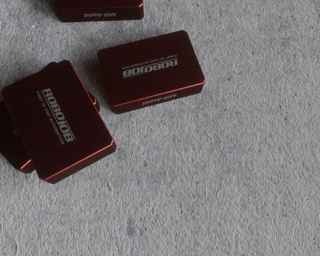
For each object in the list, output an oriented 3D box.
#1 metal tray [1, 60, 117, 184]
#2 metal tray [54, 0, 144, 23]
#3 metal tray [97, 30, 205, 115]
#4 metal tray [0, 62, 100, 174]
[{"bbox_3d":[-0.122,-0.010,0.376,0.090,0.030,0.130,-28,73,-10],"label":"metal tray"},{"bbox_3d":[-0.092,-0.213,0.482,0.131,0.030,0.090,-3,70,-1],"label":"metal tray"},{"bbox_3d":[-0.013,-0.079,0.434,0.131,0.030,0.090,-15,71,-6],"label":"metal tray"},{"bbox_3d":[-0.158,-0.016,0.410,0.090,0.030,0.130,42,75,13],"label":"metal tray"}]
